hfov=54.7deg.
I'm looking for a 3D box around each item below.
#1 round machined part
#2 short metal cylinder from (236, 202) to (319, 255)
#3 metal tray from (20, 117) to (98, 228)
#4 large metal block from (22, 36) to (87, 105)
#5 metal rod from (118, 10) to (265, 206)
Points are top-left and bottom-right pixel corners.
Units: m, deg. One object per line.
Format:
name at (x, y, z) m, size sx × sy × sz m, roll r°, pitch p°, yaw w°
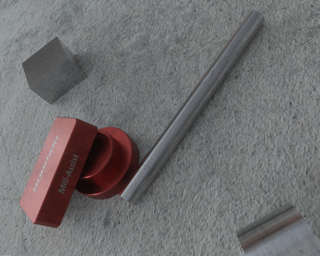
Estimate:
round machined part at (-0.080, 0.041, 0.409) m, size 0.098 × 0.042 × 0.098 m, roll -13°, pitch 56°, yaw 20°
short metal cylinder at (0.105, 0.107, 0.247) m, size 0.050 × 0.080 × 0.080 m, roll -32°, pitch 52°, yaw 7°
metal tray at (-0.133, 0.051, 0.402) m, size 0.090 × 0.030 × 0.130 m, roll 6°, pitch 73°, yaw 55°
large metal block at (-0.187, -0.102, 0.546) m, size 0.080 × 0.050 × 0.080 m, roll -37°, pitch 51°, yaw 3°
metal rod at (0.047, -0.033, 0.398) m, size 0.025 × 0.025 × 0.300 m, roll 28°, pitch 76°, yaw 37°
